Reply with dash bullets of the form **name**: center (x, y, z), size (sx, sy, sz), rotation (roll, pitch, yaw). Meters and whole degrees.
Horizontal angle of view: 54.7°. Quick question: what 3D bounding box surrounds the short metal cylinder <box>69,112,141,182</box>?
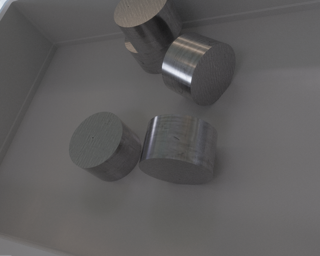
- **short metal cylinder**: center (-0.072, 0.025, 0.412), size (0.080, 0.050, 0.080), rotation (-13, 56, 21)

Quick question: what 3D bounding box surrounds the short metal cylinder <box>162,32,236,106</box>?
- **short metal cylinder**: center (0.049, -0.074, 0.390), size (0.050, 0.080, 0.080), rotation (34, 81, 38)

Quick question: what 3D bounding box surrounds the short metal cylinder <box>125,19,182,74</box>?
- **short metal cylinder**: center (-0.006, -0.130, 0.473), size (0.080, 0.050, 0.080), rotation (-13, 56, 21)

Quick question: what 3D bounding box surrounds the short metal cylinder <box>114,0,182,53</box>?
- **short metal cylinder**: center (-0.016, -0.151, 0.427), size (0.080, 0.050, 0.080), rotation (-13, 57, 21)

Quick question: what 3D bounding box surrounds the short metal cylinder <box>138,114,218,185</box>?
- **short metal cylinder**: center (0.021, 0.026, 0.343), size (0.080, 0.080, 0.050), rotation (-3, 61, 27)
